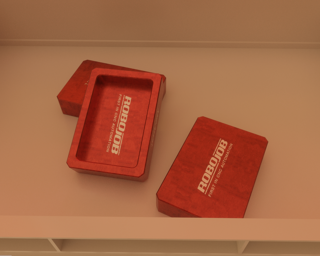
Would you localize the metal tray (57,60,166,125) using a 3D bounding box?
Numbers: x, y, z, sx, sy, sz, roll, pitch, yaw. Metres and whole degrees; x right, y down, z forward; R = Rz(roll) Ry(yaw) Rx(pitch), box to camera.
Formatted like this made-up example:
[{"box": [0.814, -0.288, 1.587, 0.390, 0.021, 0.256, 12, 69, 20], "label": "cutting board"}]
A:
[{"box": [-0.065, -0.049, 0.442, 0.131, 0.030, 0.090, 13, 51, 10], "label": "metal tray"}]

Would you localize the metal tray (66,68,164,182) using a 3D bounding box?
[{"box": [-0.050, -0.006, 0.376, 0.090, 0.030, 0.130, 7, 71, 8], "label": "metal tray"}]

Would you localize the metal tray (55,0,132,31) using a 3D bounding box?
[{"box": [-0.122, -0.225, 0.592, 0.131, 0.030, 0.090, 1, 50, 1], "label": "metal tray"}]

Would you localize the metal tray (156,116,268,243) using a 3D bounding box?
[{"box": [0.063, 0.052, 0.359, 0.090, 0.030, 0.130, 20, 53, 16], "label": "metal tray"}]
